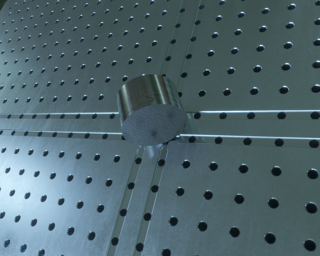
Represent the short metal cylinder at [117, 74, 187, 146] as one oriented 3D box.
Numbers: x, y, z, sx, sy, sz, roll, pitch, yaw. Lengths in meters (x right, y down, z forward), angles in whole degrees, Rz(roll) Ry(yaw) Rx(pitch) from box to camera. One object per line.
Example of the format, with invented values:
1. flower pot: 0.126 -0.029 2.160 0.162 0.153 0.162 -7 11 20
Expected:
1. short metal cylinder: -0.012 -0.021 0.392 0.080 0.080 0.050 -25 52 13
